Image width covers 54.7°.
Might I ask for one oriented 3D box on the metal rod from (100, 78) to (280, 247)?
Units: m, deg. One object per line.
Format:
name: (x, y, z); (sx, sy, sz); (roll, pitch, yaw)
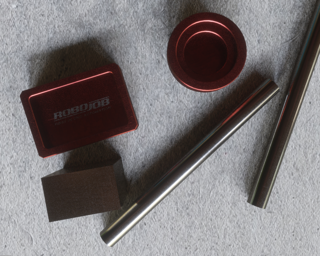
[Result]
metal rod: (0.039, 0.045, 0.410); (0.300, 0.025, 0.025); (-43, 91, -1)

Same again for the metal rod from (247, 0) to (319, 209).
metal rod: (0.177, -0.038, 0.412); (0.025, 0.025, 0.298); (19, 90, -1)

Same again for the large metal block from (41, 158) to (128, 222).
large metal block: (-0.087, 0.072, 0.381); (0.080, 0.080, 0.050); (-10, 90, 0)

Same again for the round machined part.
round machined part: (0.058, -0.095, 0.402); (0.099, 0.042, 0.097); (0, 90, -1)

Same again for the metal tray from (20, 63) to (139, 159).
metal tray: (-0.103, -0.022, 0.406); (0.131, 0.030, 0.090); (-18, 90, -1)
